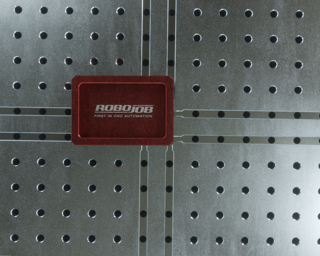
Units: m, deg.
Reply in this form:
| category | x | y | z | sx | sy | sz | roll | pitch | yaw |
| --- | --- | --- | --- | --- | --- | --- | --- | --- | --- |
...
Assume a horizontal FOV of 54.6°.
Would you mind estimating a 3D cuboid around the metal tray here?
| category | x | y | z | sx | sy | sz | roll | pitch | yaw |
| --- | --- | --- | --- | --- | --- | --- | --- | --- | --- |
| metal tray | -0.048 | -0.022 | 0.410 | 0.131 | 0.030 | 0.090 | 0 | 90 | 0 |
